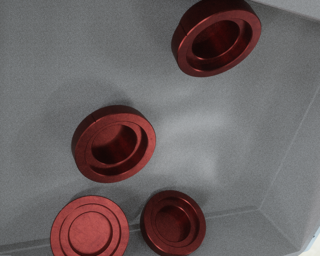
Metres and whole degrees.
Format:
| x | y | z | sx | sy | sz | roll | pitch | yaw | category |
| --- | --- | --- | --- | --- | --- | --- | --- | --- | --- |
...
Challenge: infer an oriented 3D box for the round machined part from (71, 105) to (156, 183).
| x | y | z | sx | sy | sz | roll | pitch | yaw | category |
| --- | --- | --- | --- | --- | --- | --- | --- | --- | --- |
| -0.058 | 0.015 | 0.377 | 0.099 | 0.042 | 0.097 | -14 | 125 | -21 | round machined part |

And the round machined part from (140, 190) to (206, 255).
| x | y | z | sx | sy | sz | roll | pitch | yaw | category |
| --- | --- | --- | --- | --- | --- | --- | --- | --- | --- |
| 0.017 | 0.148 | 0.472 | 0.099 | 0.098 | 0.042 | -5 | 147 | -26 | round machined part |

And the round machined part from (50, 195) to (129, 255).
| x | y | z | sx | sy | sz | roll | pitch | yaw | category |
| --- | --- | --- | --- | --- | --- | --- | --- | --- | --- |
| -0.093 | 0.140 | 0.413 | 0.099 | 0.042 | 0.098 | 4 | 74 | -13 | round machined part |

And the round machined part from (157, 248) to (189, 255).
| x | y | z | sx | sy | sz | roll | pitch | yaw | category |
| --- | --- | --- | --- | --- | --- | --- | --- | --- | --- |
| 0.020 | 0.280 | 0.587 | 0.099 | 0.042 | 0.097 | -14 | 124 | -21 | round machined part |

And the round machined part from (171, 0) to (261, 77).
| x | y | z | sx | sy | sz | roll | pitch | yaw | category |
| --- | --- | --- | --- | --- | --- | --- | --- | --- | --- |
| 0.059 | -0.106 | 0.350 | 0.099 | 0.042 | 0.098 | -15 | 151 | -9 | round machined part |
